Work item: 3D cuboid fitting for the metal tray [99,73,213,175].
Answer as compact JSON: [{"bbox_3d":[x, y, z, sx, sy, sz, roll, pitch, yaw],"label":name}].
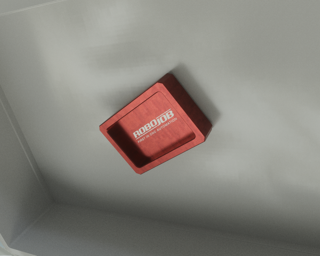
[{"bbox_3d":[-0.009,0.000,0.407,0.130,0.030,0.090,-32,101,38],"label":"metal tray"}]
